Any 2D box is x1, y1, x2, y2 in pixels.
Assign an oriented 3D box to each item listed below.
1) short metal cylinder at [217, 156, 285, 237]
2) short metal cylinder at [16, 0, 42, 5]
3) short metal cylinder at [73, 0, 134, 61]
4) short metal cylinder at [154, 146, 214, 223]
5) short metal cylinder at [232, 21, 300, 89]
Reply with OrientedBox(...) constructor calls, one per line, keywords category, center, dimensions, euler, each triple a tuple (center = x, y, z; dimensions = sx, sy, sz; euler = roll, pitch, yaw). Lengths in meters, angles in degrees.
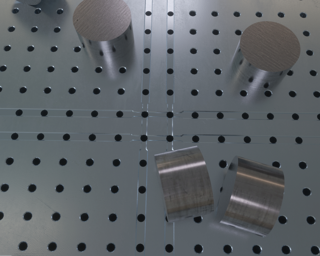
OrientedBox(category="short metal cylinder", center=(0.101, 0.077, 0.355), dimensions=(0.050, 0.080, 0.080), euler=(17, 71, 6))
OrientedBox(category="short metal cylinder", center=(-0.208, -0.234, 0.467), dimensions=(0.080, 0.080, 0.050), euler=(16, 71, 6))
OrientedBox(category="short metal cylinder", center=(-0.080, -0.145, 0.451), dimensions=(0.081, 0.050, 0.080), euler=(0, 70, 0))
OrientedBox(category="short metal cylinder", center=(0.026, 0.064, 0.359), dimensions=(0.050, 0.080, 0.080), euler=(-12, 71, -4))
OrientedBox(category="short metal cylinder", center=(0.147, -0.101, 0.436), dimensions=(0.081, 0.050, 0.080), euler=(0, 70, 0))
